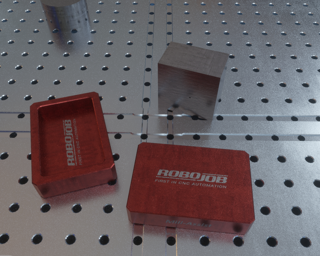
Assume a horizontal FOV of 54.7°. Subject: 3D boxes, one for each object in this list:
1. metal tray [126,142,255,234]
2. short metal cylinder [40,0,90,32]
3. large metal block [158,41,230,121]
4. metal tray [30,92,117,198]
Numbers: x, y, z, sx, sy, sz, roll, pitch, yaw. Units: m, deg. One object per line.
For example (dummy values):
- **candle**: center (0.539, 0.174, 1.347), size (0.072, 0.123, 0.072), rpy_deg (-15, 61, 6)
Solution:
- **metal tray**: center (0.035, 0.065, 0.350), size (0.131, 0.030, 0.090), rpy_deg (5, 50, 4)
- **short metal cylinder**: center (-0.176, -0.224, 0.578), size (0.081, 0.050, 0.080), rpy_deg (0, 50, 0)
- **large metal block**: center (0.044, -0.063, 0.425), size (0.080, 0.080, 0.050), rpy_deg (16, 52, 13)
- **metal tray**: center (-0.111, 0.015, 0.390), size (0.091, 0.030, 0.130), rpy_deg (-12, 51, -10)
